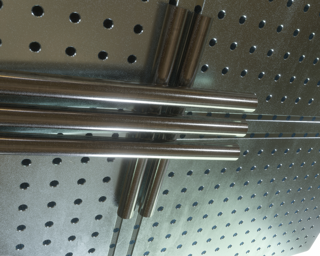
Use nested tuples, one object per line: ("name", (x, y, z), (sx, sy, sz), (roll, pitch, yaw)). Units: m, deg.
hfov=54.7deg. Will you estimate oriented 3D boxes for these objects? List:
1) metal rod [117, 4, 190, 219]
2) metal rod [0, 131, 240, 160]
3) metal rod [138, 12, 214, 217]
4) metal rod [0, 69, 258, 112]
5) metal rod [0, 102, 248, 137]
("metal rod", (-0.016, -0.003, 0.402), (0.025, 0.025, 0.298), (1, 118, -29))
("metal rod", (-0.036, 0.024, 0.381), (0.303, 0.025, 0.025), (4, 117, -21))
("metal rod", (0.014, 0.000, 0.421), (0.025, 0.025, 0.298), (1, 118, -29))
("metal rod", (-0.022, -0.039, 0.350), (0.303, 0.025, 0.025), (2, 118, -21))
("metal rod", (-0.029, -0.007, 0.365), (0.303, 0.025, 0.025), (3, 117, -21))
